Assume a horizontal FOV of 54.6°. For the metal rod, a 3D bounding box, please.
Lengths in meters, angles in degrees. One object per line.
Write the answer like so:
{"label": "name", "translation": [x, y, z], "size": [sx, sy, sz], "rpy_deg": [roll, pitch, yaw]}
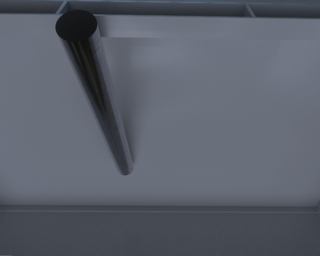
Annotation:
{"label": "metal rod", "translation": [-0.051, -0.002, 0.324], "size": [0.025, 0.025, 0.299], "rpy_deg": [0, 156, 0]}
